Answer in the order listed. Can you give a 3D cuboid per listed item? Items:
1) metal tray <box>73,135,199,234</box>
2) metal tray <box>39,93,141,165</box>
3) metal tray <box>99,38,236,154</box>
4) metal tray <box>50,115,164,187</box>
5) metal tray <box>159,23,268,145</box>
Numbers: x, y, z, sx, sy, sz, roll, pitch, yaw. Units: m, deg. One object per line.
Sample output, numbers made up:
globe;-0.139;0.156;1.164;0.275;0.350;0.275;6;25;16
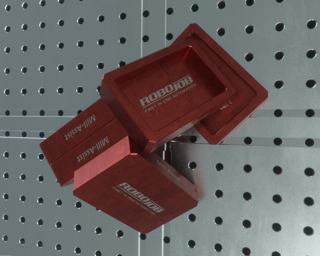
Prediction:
metal tray;-0.026;0.074;0.371;0.090;0.130;0.030;-34;38;17
metal tray;-0.078;0.000;0.404;0.130;0.090;0.030;-34;79;16
metal tray;0.011;-0.041;0.348;0.131;0.030;0.090;-31;76;-29
metal tray;-0.062;0.025;0.397;0.130;0.090;0.030;-34;79;16
metal tray;0.057;-0.054;0.388;0.090;0.030;0.130;-45;77;14
